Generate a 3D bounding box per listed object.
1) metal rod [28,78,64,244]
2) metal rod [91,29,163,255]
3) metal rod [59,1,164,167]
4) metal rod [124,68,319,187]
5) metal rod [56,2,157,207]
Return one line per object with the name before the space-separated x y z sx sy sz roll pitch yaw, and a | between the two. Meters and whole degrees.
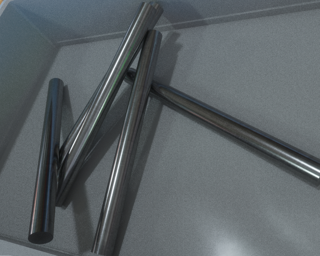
metal rod | -0.155 0.019 0.437 0.025 0.025 0.300 -28 41 10
metal rod | -0.037 0.004 0.399 0.025 0.025 0.299 1 69 28
metal rod | -0.081 -0.052 0.451 0.025 0.025 0.299 27 84 37
metal rod | 0.055 -0.018 0.386 0.300 0.025 0.025 32 79 37
metal rod | -0.080 -0.034 0.426 0.025 0.025 0.299 23 86 36
